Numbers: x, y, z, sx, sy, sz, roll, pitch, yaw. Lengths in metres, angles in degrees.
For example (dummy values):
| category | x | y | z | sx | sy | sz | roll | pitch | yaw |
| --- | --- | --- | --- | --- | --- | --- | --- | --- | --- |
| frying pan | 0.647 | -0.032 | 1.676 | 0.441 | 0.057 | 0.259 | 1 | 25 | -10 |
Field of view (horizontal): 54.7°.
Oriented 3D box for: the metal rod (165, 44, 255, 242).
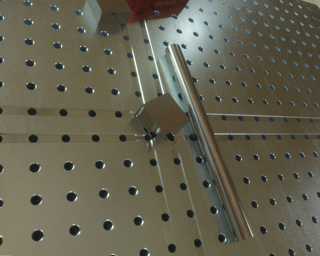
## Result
| category | x | y | z | sx | sy | sz | roll | pitch | yaw |
| --- | --- | --- | --- | --- | --- | --- | --- | --- | --- |
| metal rod | 0.062 | 0.005 | 0.437 | 0.025 | 0.025 | 0.299 | -4 | 64 | -30 |

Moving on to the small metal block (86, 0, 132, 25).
| category | x | y | z | sx | sy | sz | roll | pitch | yaw |
| --- | --- | --- | --- | --- | --- | --- | --- | --- | --- |
| small metal block | -0.079 | -0.189 | 0.480 | 0.050 | 0.025 | 0.050 | -14 | 69 | -34 |

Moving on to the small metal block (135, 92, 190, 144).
| category | x | y | z | sx | sy | sz | roll | pitch | yaw |
| --- | --- | --- | --- | --- | --- | --- | --- | --- | --- |
| small metal block | 0.004 | -0.015 | 0.419 | 0.050 | 0.025 | 0.050 | -30 | 79 | -38 |

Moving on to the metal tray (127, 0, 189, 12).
| category | x | y | z | sx | sy | sz | roll | pitch | yaw |
| --- | --- | --- | --- | --- | --- | --- | --- | --- | --- |
| metal tray | -0.014 | -0.257 | 0.554 | 0.131 | 0.030 | 0.090 | -23 | 74 | -36 |
